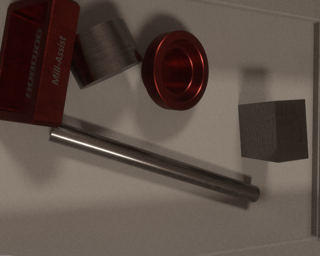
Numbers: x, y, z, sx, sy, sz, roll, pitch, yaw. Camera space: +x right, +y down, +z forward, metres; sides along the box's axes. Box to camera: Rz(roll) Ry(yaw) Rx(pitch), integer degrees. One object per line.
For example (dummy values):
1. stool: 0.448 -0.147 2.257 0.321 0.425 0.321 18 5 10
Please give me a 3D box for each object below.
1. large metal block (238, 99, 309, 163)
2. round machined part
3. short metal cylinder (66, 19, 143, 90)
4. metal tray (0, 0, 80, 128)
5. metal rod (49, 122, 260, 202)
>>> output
1. large metal block: 0.159 0.003 0.442 0.050 0.080 0.079 -5 92 -20
2. round machined part: 0.015 -0.072 0.396 0.099 0.042 0.097 -7 100 -42
3. short metal cylinder: -0.066 -0.084 0.357 0.081 0.080 0.050 -28 100 -18
4. metal tray: -0.133 -0.069 0.325 0.030 0.090 0.129 12 85 -53
5. metal rod: 0.007 0.051 0.414 0.302 0.025 0.025 20 83 -19
